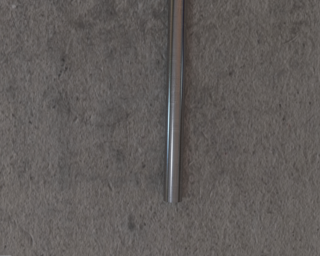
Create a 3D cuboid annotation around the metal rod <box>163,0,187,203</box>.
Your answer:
[{"bbox_3d":[0.021,-0.053,0.410,0.025,0.025,0.298,1,90,-1],"label":"metal rod"}]
